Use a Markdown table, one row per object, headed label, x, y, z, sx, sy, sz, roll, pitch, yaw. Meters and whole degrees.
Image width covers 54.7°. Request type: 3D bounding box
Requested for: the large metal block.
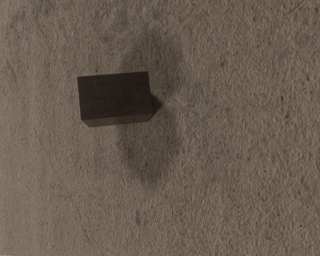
| label | x | y | z | sx | sy | sz | roll | pitch | yaw |
| --- | --- | --- | --- | --- | --- | --- | --- | --- | --- |
| large metal block | -0.055 | -0.033 | 0.391 | 0.080 | 0.081 | 0.050 | 138 | 126 | -81 |
